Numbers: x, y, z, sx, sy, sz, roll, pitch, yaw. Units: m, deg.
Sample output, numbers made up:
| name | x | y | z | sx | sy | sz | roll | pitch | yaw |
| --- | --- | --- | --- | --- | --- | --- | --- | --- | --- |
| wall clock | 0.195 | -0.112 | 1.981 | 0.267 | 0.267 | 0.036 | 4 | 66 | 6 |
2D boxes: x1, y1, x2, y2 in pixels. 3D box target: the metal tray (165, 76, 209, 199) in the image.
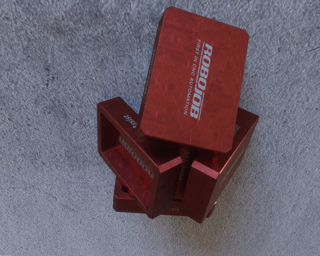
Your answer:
| name | x | y | z | sx | sy | sz | roll | pitch | yaw |
| --- | --- | --- | --- | --- | --- | --- | --- | --- | --- |
| metal tray | 0.025 | 0.013 | 0.377 | 0.030 | 0.090 | 0.129 | 5 | 130 | -5 |

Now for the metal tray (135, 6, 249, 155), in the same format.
| name | x | y | z | sx | sy | sz | roll | pitch | yaw |
| --- | --- | --- | --- | --- | --- | --- | --- | --- | --- |
| metal tray | 0.033 | -0.045 | 0.310 | 0.091 | 0.129 | 0.030 | 14 | 170 | -12 |

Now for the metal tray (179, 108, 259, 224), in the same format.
| name | x | y | z | sx | sy | sz | roll | pitch | yaw |
| --- | --- | --- | --- | --- | --- | --- | --- | --- | --- |
| metal tray | 0.075 | 0.042 | 0.380 | 0.030 | 0.131 | 0.089 | 27 | 134 | 21 |

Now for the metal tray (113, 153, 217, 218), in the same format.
| name | x | y | z | sx | sy | sz | roll | pitch | yaw |
| --- | --- | --- | --- | --- | --- | --- | --- | --- | --- |
| metal tray | 0.005 | 0.074 | 0.428 | 0.131 | 0.090 | 0.030 | 5 | 130 | -5 |

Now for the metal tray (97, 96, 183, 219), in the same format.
| name | x | y | z | sx | sy | sz | roll | pitch | yaw |
| --- | --- | --- | --- | --- | --- | --- | --- | --- | --- |
| metal tray | -0.031 | 0.033 | 0.373 | 0.030 | 0.130 | 0.089 | -22 | 138 | -31 |
